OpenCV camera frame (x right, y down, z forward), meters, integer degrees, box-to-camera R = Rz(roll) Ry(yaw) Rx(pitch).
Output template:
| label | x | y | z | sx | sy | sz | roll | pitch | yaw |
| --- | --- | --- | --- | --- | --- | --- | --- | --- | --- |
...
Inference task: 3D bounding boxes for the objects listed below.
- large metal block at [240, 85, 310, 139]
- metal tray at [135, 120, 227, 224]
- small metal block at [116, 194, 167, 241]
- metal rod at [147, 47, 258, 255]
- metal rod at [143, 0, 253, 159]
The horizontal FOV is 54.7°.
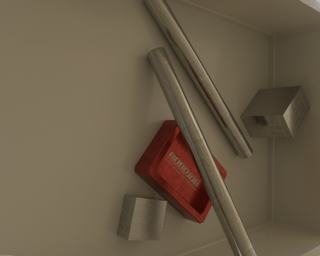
| label | x | y | z | sx | sy | sz | roll | pitch | yaw |
| --- | --- | --- | --- | --- | --- | --- | --- | --- | --- |
| large metal block | 0.202 | -0.027 | 0.544 | 0.080 | 0.080 | 0.050 | -48 | 119 | -29 |
| metal tray | 0.035 | 0.061 | 0.434 | 0.130 | 0.030 | 0.090 | 48 | 61 | -30 |
| small metal block | -0.022 | 0.113 | 0.390 | 0.050 | 0.025 | 0.050 | 18 | 79 | -39 |
| metal rod | 0.052 | 0.036 | 0.382 | 0.025 | 0.025 | 0.299 | -16 | 78 | -39 |
| metal rod | 0.069 | -0.063 | 0.466 | 0.025 | 0.025 | 0.300 | -52 | 121 | -27 |
